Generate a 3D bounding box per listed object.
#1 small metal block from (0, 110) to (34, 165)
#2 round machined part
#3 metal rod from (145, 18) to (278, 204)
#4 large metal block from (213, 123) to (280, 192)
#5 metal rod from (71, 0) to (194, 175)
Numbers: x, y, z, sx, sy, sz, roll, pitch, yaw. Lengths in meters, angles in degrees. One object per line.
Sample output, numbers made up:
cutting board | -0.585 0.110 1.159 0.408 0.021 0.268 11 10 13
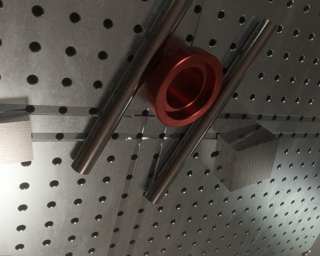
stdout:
small metal block | -0.164 0.011 0.329 0.050 0.025 0.050 -7 122 -25
round machined part | 0.025 -0.053 0.375 0.099 0.042 0.097 -23 136 -24
metal rod | 0.066 -0.015 0.440 0.025 0.025 0.299 23 106 -37
large metal block | 0.138 0.047 0.502 0.081 0.050 0.079 -14 124 -21
metal rod | -0.021 -0.072 0.356 0.025 0.025 0.299 23 106 -37
